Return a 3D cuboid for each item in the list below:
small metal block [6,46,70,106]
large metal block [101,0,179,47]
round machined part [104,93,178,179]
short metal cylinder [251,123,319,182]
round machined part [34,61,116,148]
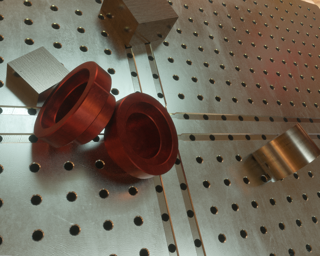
[{"bbox_3d":[-0.143,-0.063,0.369,0.050,0.025,0.050,44,51,2],"label":"small metal block"},{"bbox_3d":[-0.032,-0.181,0.485,0.081,0.050,0.080,-25,75,-37],"label":"large metal block"},{"bbox_3d":[-0.026,0.011,0.362,0.098,0.042,0.098,25,55,-41],"label":"round machined part"},{"bbox_3d":[0.181,0.035,0.449,0.081,0.080,0.050,-25,76,-37],"label":"short metal cylinder"},{"bbox_3d":[-0.086,-0.021,0.334,0.042,0.098,0.098,40,46,-35],"label":"round machined part"}]
